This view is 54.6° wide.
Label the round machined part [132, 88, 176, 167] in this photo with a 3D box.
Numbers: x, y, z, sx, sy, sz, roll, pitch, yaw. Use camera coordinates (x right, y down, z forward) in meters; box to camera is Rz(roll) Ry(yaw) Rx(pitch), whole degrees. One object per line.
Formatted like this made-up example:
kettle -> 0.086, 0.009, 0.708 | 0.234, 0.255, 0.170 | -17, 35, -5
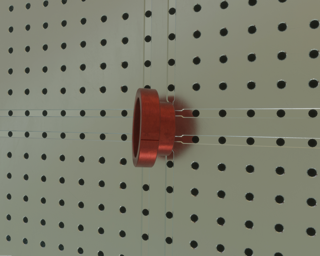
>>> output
round machined part -> -0.008, 0.000, 0.387 | 0.042, 0.098, 0.097 | 3, 91, -11
